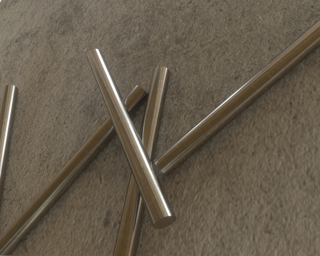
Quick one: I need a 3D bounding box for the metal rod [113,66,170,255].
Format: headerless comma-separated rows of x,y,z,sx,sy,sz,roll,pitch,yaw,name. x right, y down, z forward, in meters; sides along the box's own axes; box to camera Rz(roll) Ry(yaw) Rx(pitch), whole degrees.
-0.022,0.049,0.383,0.025,0.025,0.299,-4,60,26,metal rod

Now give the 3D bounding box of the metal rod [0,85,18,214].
-0.263,0.046,0.510,0.025,0.025,0.299,-21,54,15,metal rod

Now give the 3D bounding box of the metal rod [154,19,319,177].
0.115,-0.049,0.372,0.300,0.025,0.025,-40,51,0,metal rod

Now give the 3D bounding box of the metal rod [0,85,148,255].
-0.121,0.059,0.429,0.025,0.025,0.300,35,81,38,metal rod

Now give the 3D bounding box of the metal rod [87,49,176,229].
-0.049,-0.010,0.401,0.025,0.025,0.300,-33,52,7,metal rod
